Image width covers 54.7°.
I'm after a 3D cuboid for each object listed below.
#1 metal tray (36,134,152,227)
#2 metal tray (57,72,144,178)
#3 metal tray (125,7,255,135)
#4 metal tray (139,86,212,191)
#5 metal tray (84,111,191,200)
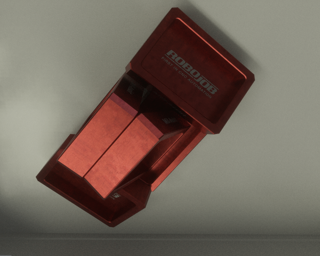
[{"bbox_3d":[-0.089,0.075,0.415,0.130,0.030,0.090,38,130,-14],"label":"metal tray"},{"bbox_3d":[-0.060,-0.012,0.347,0.030,0.130,0.090,39,106,-13],"label":"metal tray"},{"bbox_3d":[0.037,-0.064,0.365,0.130,0.030,0.090,37,80,-13],"label":"metal tray"},{"bbox_3d":[-0.006,0.012,0.411,0.090,0.030,0.130,37,105,-13],"label":"metal tray"},{"bbox_3d":[-0.018,0.024,0.349,0.030,0.130,0.090,45,105,9],"label":"metal tray"}]
